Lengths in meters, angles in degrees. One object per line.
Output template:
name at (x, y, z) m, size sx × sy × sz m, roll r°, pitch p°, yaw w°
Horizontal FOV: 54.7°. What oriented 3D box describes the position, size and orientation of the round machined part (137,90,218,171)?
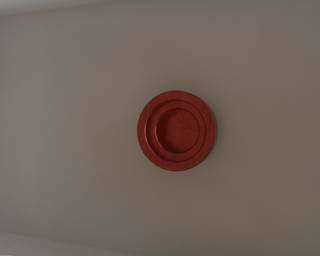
round machined part at (0.024, 0.003, 0.392) m, size 0.098 × 0.042 × 0.097 m, roll 0°, pitch 90°, yaw 19°
